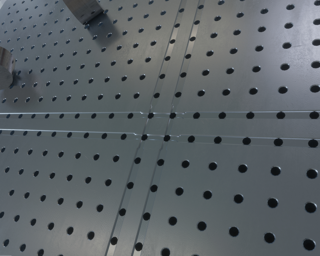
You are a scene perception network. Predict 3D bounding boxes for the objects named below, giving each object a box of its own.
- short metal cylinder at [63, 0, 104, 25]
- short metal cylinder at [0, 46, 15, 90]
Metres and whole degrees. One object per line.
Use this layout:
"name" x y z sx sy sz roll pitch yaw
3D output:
"short metal cylinder" -0.155 -0.252 0.609 0.050 0.080 0.080 -34 51 6
"short metal cylinder" -0.339 -0.122 0.626 0.080 0.080 0.050 -22 54 15
